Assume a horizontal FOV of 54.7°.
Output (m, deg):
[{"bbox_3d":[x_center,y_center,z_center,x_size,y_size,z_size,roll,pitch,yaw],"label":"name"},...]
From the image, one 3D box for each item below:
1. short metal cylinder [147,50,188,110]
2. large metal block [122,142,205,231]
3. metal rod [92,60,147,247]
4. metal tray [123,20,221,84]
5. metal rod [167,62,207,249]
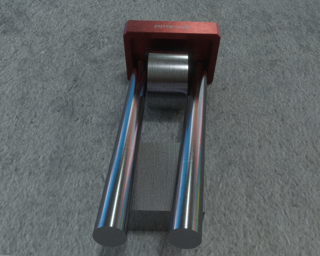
[{"bbox_3d":[0.010,-0.065,0.425,0.050,0.080,0.080,2,50,1],"label":"short metal cylinder"},{"bbox_3d":[0.003,0.062,0.333,0.081,0.050,0.080,1,50,1],"label":"large metal block"},{"bbox_3d":[-0.032,-0.006,0.350,0.025,0.025,0.300,2,35,1],"label":"metal rod"},{"bbox_3d":[0.016,-0.109,0.454,0.131,0.089,0.030,2,50,1],"label":"metal tray"},{"bbox_3d":[0.039,-0.004,0.348,0.025,0.025,0.301,7,35,5],"label":"metal rod"}]
